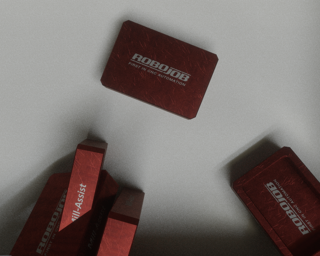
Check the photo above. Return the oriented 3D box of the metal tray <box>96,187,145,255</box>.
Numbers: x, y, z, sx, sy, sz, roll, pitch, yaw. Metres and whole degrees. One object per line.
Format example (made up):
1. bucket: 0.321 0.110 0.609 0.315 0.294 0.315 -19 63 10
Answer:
1. metal tray: -0.047 0.127 0.358 0.030 0.130 0.090 16 90 0

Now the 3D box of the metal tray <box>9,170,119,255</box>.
1. metal tray: -0.109 0.111 0.352 0.090 0.130 0.030 -7 135 25

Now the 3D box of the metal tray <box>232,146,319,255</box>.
1. metal tray: 0.166 0.100 0.394 0.090 0.030 0.130 -35 75 -1

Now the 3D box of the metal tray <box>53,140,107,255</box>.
1. metal tray: -0.093 0.082 0.376 0.030 0.090 0.129 12 90 -8

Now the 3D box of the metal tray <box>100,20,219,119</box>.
1. metal tray: -0.001 -0.074 0.409 0.131 0.030 0.090 21 90 -1
